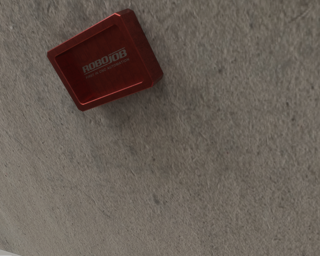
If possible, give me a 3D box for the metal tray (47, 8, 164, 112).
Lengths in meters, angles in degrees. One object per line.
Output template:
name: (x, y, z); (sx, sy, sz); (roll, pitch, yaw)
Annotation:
metal tray: (-0.071, -0.080, 0.389); (0.130, 0.030, 0.090); (-15, 111, 33)
